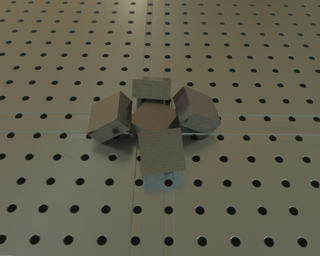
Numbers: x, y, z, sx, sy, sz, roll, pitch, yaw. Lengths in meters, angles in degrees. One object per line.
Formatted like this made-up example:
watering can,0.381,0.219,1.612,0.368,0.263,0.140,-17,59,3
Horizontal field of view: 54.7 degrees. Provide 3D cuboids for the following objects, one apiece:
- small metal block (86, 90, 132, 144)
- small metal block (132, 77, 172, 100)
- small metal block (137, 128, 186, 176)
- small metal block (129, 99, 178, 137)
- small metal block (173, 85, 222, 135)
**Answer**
small metal block,-0.065,-0.014,0.404,0.050,0.025,0.050,-24,45,25
small metal block,-0.010,-0.057,0.439,0.050,0.025,0.050,5,14,4
small metal block,0.001,0.028,0.368,0.050,0.025,0.050,-7,86,-6
small metal block,-0.008,-0.008,0.413,0.050,0.025,0.050,25,54,19
small metal block,0.049,-0.023,0.412,0.050,0.025,0.050,18,41,-32
